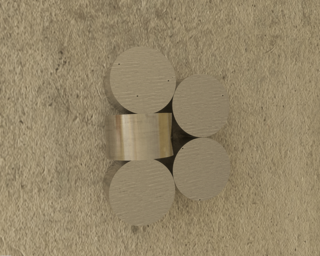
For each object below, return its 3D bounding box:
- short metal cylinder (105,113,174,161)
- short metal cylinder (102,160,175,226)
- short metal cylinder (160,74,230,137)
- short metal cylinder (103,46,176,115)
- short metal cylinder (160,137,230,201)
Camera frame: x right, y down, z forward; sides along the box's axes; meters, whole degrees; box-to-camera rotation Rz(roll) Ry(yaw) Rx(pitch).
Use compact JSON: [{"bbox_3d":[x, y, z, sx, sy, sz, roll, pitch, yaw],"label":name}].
[{"bbox_3d":[-0.025,0.009,0.372,0.081,0.080,0.050,-3,92,-20],"label":"short metal cylinder"},{"bbox_3d":[-0.028,0.075,0.387,0.081,0.050,0.080,0,90,-19],"label":"short metal cylinder"},{"bbox_3d":[0.044,-0.029,0.412,0.081,0.050,0.080,0,91,-20],"label":"short metal cylinder"},{"bbox_3d":[-0.027,-0.056,0.387,0.081,0.050,0.080,0,90,-19],"label":"short metal cylinder"},{"bbox_3d":[0.045,0.051,0.413,0.081,0.050,0.080,0,91,-19],"label":"short metal cylinder"}]
